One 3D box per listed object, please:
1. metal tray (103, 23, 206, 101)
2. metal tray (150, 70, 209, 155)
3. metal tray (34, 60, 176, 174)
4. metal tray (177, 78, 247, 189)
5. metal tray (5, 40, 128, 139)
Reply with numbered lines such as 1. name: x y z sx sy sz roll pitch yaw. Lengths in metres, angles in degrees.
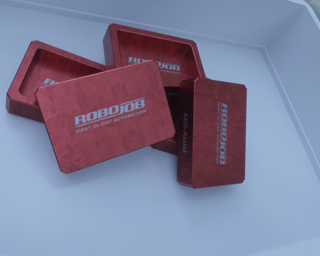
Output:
1. metal tray: -0.005 -0.084 0.412 0.131 0.030 0.090 3 60 -27
2. metal tray: 0.038 -0.023 0.436 0.091 0.030 0.130 18 55 -18
3. metal tray: -0.056 -0.015 0.337 0.131 0.030 0.089 -18 101 -19
4. metal tray: 0.068 0.007 0.393 0.091 0.030 0.129 2 89 -34
5. metal tray: -0.101 -0.043 0.371 0.131 0.030 0.090 18 55 -18
